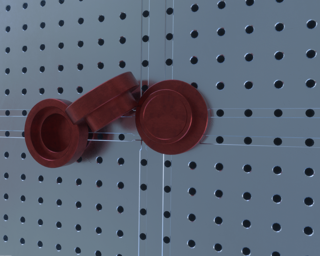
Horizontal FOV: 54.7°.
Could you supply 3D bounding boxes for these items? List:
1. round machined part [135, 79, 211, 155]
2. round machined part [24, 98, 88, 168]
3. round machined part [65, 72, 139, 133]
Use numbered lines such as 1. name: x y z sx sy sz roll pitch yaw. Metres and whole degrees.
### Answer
1. round machined part: 0.013 -0.014 0.398 0.098 0.042 0.097 0 90 19
2. round machined part: -0.145 0.007 0.450 0.098 0.042 0.097 1 92 23
3. round machined part: -0.068 -0.029 0.399 0.098 0.098 0.042 -30 95 17
